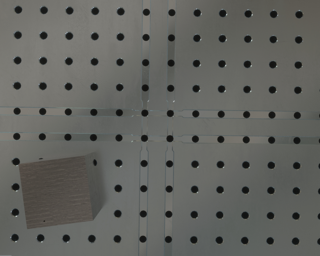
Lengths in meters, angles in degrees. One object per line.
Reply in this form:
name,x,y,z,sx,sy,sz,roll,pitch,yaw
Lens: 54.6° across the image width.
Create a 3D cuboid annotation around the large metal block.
large metal block,-0.126,0.078,0.400,0.080,0.050,0.080,-7,90,0
